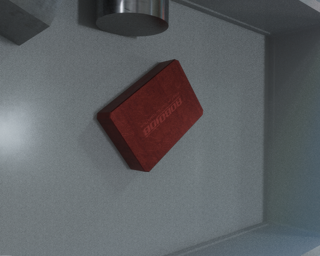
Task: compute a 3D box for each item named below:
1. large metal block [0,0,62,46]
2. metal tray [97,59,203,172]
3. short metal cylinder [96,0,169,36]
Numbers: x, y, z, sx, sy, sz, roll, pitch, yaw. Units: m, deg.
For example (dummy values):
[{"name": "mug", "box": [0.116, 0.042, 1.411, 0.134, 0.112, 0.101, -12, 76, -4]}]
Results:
[{"name": "large metal block", "box": [-0.119, -0.127, 0.272, 0.050, 0.080, 0.080, 30, 72, -37]}, {"name": "metal tray", "box": [-0.006, -0.018, 0.400, 0.131, 0.030, 0.090, -45, 117, -31]}, {"name": "short metal cylinder", "box": [-0.030, -0.139, 0.347, 0.081, 0.080, 0.050, 1, 90, -40]}]
